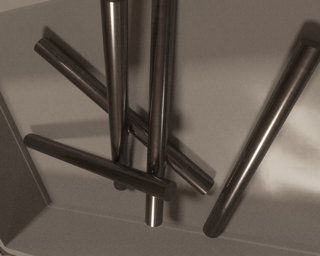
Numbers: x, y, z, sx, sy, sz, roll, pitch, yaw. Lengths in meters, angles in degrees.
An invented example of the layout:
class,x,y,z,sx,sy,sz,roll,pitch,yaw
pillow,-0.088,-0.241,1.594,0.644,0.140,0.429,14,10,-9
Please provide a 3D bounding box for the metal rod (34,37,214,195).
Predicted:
class,x,y,z,sx,sy,sz,roll,pitch,yaw
metal rod,-0.048,-0.016,0.422,0.300,0.025,0.025,41,129,0

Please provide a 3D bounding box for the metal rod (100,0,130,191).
class,x,y,z,sx,sy,sz,roll,pitch,yaw
metal rod,-0.051,-0.014,0.384,0.025,0.025,0.298,21,138,15

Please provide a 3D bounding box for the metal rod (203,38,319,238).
class,x,y,z,sx,sy,sz,roll,pitch,yaw
metal rod,0.109,0.038,0.374,0.025,0.025,0.298,25,127,12

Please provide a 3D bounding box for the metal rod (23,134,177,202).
class,x,y,z,sx,sy,sz,roll,pitch,yaw
metal rod,-0.107,0.048,0.452,0.300,0.025,0.025,13,125,35

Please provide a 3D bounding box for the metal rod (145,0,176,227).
class,x,y,z,sx,sy,sz,roll,pitch,yaw
metal rod,-0.002,-0.003,0.381,0.025,0.025,0.298,13,116,21
